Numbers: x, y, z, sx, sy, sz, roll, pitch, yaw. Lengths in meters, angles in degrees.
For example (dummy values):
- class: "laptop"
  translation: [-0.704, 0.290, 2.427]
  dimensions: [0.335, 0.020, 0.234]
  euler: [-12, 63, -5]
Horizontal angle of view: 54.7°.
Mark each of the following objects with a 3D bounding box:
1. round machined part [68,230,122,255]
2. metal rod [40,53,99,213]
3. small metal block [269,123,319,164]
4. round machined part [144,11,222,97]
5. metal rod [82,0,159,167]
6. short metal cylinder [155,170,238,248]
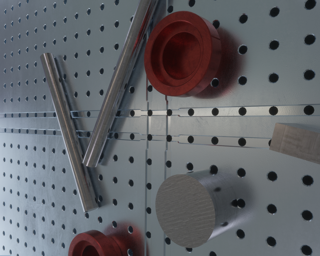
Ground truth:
- class: "round machined part"
  translation: [-0.095, 0.206, 0.477]
  dimensions: [0.098, 0.042, 0.097]
  euler: [0, 90, 40]
- class: "metal rod"
  translation: [-0.162, -0.001, 0.543]
  dimensions: [0.025, 0.025, 0.299]
  euler: [-33, 70, 35]
- class: "small metal block"
  translation: [0.136, 0.013, 0.281]
  dimensions: [0.050, 0.050, 0.025]
  euler: [18, 102, 38]
- class: "round machined part"
  translation: [0.031, -0.085, 0.373]
  dimensions: [0.098, 0.042, 0.097]
  euler: [0, 90, 40]
- class: "metal rod"
  translation: [-0.058, -0.073, 0.457]
  dimensions: [0.025, 0.025, 0.298]
  euler: [36, 112, 34]
- class: "short metal cylinder"
  translation: [0.042, 0.091, 0.359]
  dimensions: [0.080, 0.050, 0.080]
  euler: [0, 90, 40]
